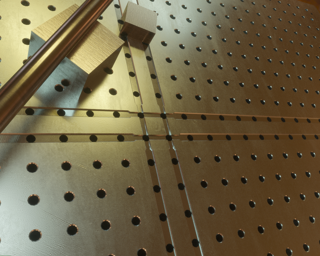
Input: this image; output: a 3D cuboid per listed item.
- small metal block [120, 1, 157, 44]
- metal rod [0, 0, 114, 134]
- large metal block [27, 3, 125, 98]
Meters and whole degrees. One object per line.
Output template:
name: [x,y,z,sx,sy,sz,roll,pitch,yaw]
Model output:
small metal block: [-0.033,-0.168,0.494,0.050,0.025,0.050,16,55,-19]
metal rod: [-0.108,-0.096,0.344,0.025,0.025,0.300,30,52,-9]
large metal block: [-0.106,-0.100,0.397,0.080,0.050,0.080,38,51,-4]
